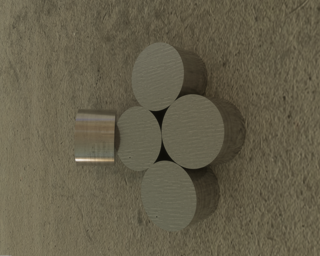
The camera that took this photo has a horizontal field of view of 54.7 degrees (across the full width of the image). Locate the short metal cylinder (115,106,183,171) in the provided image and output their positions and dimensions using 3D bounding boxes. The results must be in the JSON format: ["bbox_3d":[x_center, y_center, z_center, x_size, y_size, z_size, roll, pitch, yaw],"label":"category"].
[{"bbox_3d":[-0.013,0.013,0.401,0.080,0.050,0.080,0,90,40],"label":"short metal cylinder"}]

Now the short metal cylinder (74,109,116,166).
[{"bbox_3d":[-0.088,0.014,0.436,0.080,0.050,0.080,-177,88,-84],"label":"short metal cylinder"}]

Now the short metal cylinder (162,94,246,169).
[{"bbox_3d":[0.049,0.004,0.350,0.080,0.050,0.080,0,90,40],"label":"short metal cylinder"}]

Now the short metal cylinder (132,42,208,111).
[{"bbox_3d":[0.011,-0.060,0.381,0.080,0.050,0.080,0,90,40],"label":"short metal cylinder"}]

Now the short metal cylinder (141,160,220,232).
[{"bbox_3d":[0.024,0.077,0.371,0.080,0.050,0.080,0,90,40],"label":"short metal cylinder"}]
